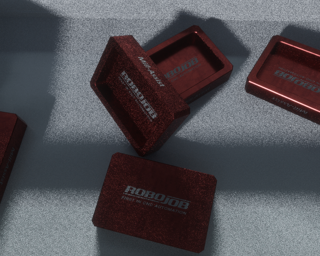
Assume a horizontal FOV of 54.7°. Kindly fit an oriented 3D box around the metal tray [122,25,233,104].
[{"bbox_3d":[0.024,-0.078,0.435,0.131,0.030,0.090,-32,73,-12],"label":"metal tray"}]

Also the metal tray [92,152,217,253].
[{"bbox_3d":[-0.005,0.089,0.374,0.131,0.030,0.090,13,70,4],"label":"metal tray"}]

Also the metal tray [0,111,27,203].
[{"bbox_3d":[-0.235,0.040,0.389,0.091,0.030,0.130,9,70,3],"label":"metal tray"}]

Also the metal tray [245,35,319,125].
[{"bbox_3d":[0.196,-0.065,0.422,0.130,0.030,0.090,28,72,19],"label":"metal tray"}]

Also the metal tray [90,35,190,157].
[{"bbox_3d":[-0.031,-0.040,0.388,0.030,0.089,0.130,-21,68,-43],"label":"metal tray"}]
